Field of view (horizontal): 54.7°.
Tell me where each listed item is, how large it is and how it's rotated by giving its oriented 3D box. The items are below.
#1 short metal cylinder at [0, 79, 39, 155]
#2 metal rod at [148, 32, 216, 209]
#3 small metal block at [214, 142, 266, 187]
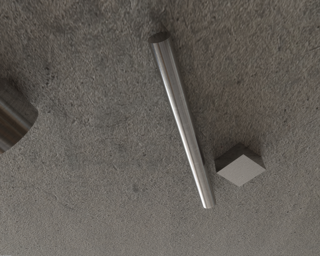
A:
[{"bbox_3d":[-0.191,-0.012,0.358,0.080,0.080,0.050,-23,127,18],"label":"short metal cylinder"},{"bbox_3d":[0.040,0.014,0.419,0.025,0.025,0.299,-13,129,10],"label":"metal rod"},{"bbox_3d":[0.117,0.055,0.456,0.050,0.025,0.050,32,123,-25],"label":"small metal block"}]
